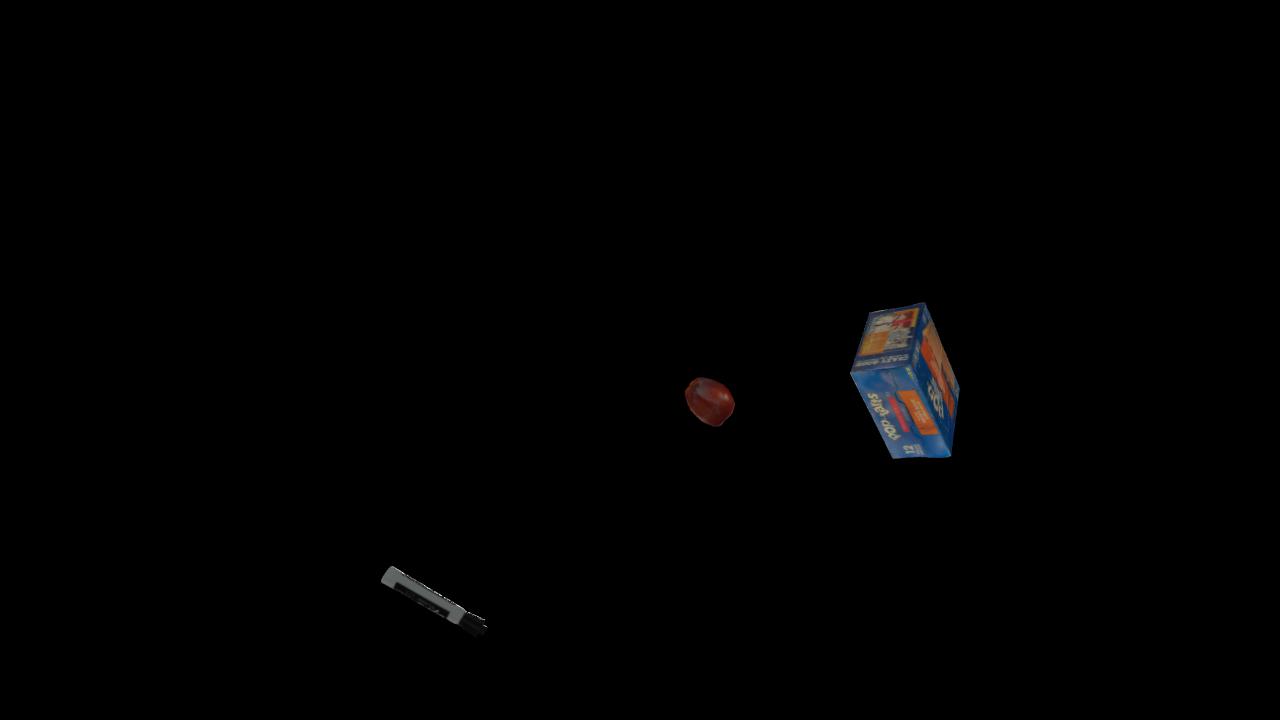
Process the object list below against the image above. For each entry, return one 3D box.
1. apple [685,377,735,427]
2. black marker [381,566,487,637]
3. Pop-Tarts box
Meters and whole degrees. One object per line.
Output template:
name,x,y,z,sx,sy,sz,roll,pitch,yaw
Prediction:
apple,0.124,0.072,1.081,0.093,0.079,0.079,35,-7,-10
black marker,-0.214,0.255,0.646,0.121,0.020,0.020,30,0,1
Pop-Tarts box,0.377,0.030,0.864,0.083,0.167,0.141,-12,31,41
